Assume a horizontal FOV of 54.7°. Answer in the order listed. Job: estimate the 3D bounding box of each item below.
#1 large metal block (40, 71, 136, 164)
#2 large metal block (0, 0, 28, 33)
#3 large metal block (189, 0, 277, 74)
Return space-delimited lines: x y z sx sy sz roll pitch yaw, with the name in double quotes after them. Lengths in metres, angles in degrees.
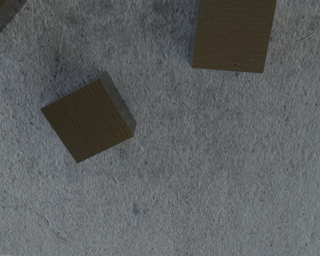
-0.086 -0.014 0.390 0.080 0.050 0.080 -26 108 9 "large metal block"
-0.213 -0.143 0.342 0.080 0.050 0.080 -43 105 14 "large metal block"
0.079 -0.110 0.356 0.081 0.050 0.079 4 110 -2 "large metal block"
